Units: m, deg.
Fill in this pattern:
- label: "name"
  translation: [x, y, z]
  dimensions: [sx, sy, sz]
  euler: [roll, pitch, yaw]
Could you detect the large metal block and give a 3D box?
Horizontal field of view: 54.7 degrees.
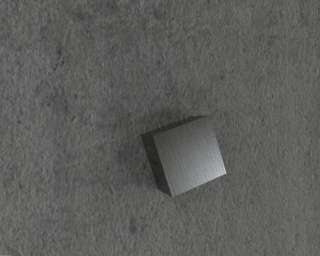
- label: "large metal block"
  translation: [0.030, 0.034, 0.408]
  dimensions: [0.081, 0.050, 0.080]
  euler: [-20, 97, -19]
